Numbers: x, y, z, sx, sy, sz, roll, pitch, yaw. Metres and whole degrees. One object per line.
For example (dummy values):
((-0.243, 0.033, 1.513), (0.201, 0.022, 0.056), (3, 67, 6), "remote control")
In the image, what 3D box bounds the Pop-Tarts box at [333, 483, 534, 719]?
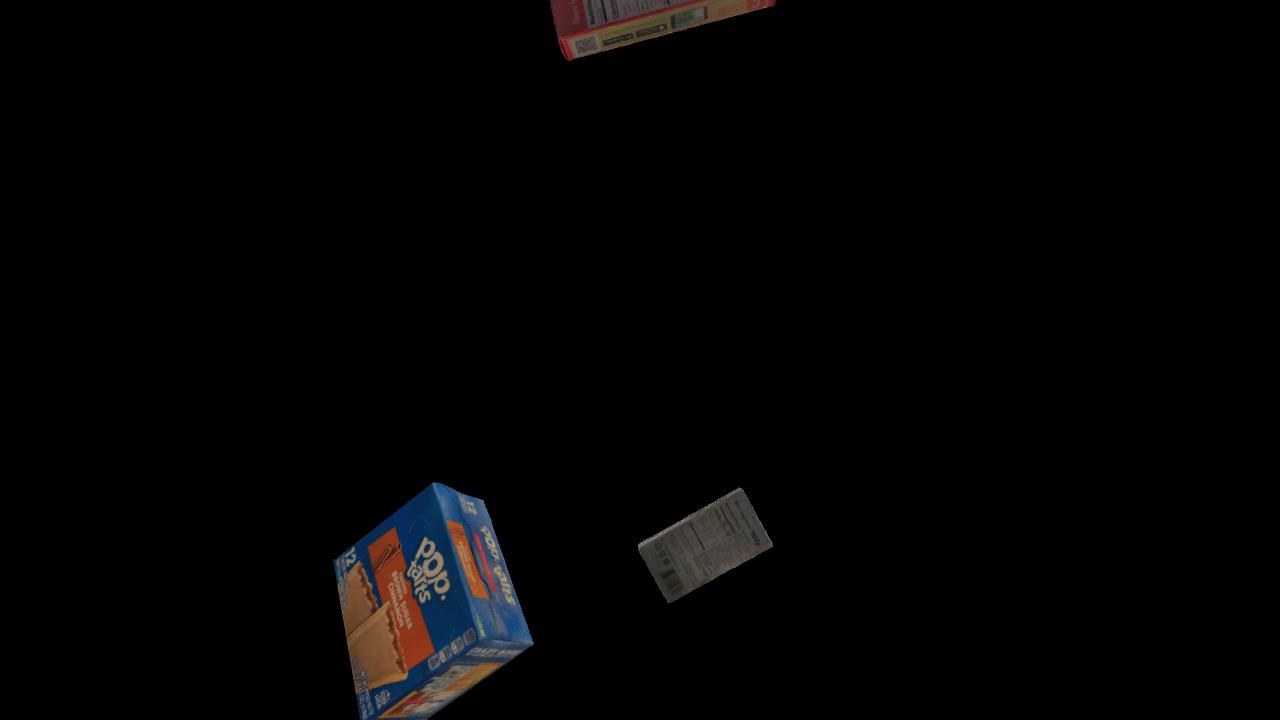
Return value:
((-0.206, 0.234, 0.600), (0.141, 0.167, 0.083), (-37, -35, 7), "Pop-Tarts box")

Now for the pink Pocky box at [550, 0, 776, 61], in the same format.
((0.011, -0.273, 0.432), (0.155, 0.084, 0.029), (-13, -10, 5), "pink Pocky box")

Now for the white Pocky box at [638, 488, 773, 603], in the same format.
((0.083, 0.237, 0.789), (0.154, 0.084, 0.028), (-29, -1, -1), "white Pocky box")
